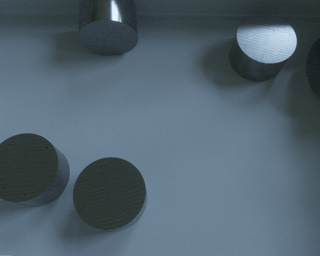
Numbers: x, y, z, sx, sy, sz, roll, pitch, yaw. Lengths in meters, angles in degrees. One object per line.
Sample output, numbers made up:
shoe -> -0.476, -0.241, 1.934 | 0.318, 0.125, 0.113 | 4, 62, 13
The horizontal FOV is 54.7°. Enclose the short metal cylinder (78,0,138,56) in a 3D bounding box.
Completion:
short metal cylinder -> -0.072, -0.145, 0.433 | 0.081, 0.080, 0.050 | -4, 70, -2

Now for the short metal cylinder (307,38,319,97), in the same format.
short metal cylinder -> 0.242, -0.083, 0.414 | 0.050, 0.080, 0.080 | -6, 70, -2

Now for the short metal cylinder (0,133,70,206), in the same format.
short metal cylinder -> -0.157, 0.052, 0.375 | 0.081, 0.050, 0.080 | 0, 70, 0

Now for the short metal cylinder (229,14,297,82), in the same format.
short metal cylinder -> 0.143, -0.113, 0.440 | 0.081, 0.050, 0.080 | 0, 70, 0

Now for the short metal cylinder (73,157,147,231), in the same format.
short metal cylinder -> -0.056, 0.080, 0.367 | 0.081, 0.050, 0.080 | 0, 70, 0
